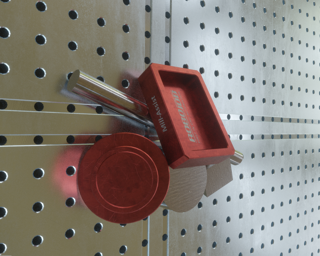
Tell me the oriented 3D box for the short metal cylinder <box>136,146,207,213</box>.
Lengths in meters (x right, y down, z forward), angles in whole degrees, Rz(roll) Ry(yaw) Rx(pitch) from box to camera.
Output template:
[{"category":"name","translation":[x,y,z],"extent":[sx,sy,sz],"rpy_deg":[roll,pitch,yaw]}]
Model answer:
[{"category":"short metal cylinder","translation":[0.015,0.064,0.401],"extent":[0.081,0.050,0.079],"rpy_deg":[0,90,-40]}]

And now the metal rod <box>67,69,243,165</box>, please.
[{"category":"metal rod","translation":[0.017,-0.001,0.419],"extent":[0.302,0.025,0.025],"rpy_deg":[25,75,-37]}]

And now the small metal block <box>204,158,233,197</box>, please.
[{"category":"small metal block","translation":[0.077,0.065,0.456],"extent":[0.050,0.025,0.050],"rpy_deg":[-29,125,-20]}]

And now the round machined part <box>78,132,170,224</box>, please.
[{"category":"round machined part","translation":[-0.038,0.053,0.332],"extent":[0.099,0.042,0.097],"rpy_deg":[1,86,-7]}]

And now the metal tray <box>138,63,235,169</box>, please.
[{"category":"metal tray","translation":[0.033,-0.017,0.391],"extent":[0.091,0.030,0.130],"rpy_deg":[0,61,-41]}]
